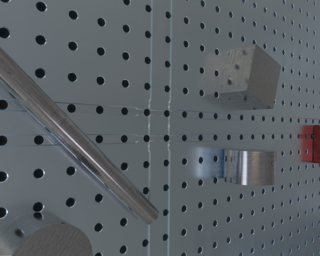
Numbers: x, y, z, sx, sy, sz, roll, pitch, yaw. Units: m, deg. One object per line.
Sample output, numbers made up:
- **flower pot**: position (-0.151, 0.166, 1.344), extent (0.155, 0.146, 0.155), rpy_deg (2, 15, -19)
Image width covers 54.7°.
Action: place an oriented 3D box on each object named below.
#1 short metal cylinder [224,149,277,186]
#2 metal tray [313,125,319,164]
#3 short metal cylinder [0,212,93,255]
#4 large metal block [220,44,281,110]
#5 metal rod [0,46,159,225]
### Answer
- **short metal cylinder**: position (0.142, 0.060, 0.493), extent (0.081, 0.080, 0.050), rpy_deg (2, 89, -40)
- **metal tray**: position (0.420, 0.040, 0.757), extent (0.131, 0.030, 0.089), rpy_deg (3, 88, -40)
- **short metal cylinder**: position (-0.113, 0.127, 0.298), extent (0.081, 0.050, 0.080), rpy_deg (0, 90, -40)
- **large metal block**: position (0.154, -0.082, 0.522), extent (0.080, 0.050, 0.080), rpy_deg (23, 75, -38)
- **metal rod**: position (-0.094, 0.010, 0.329), extent (0.300, 0.025, 0.025), rpy_deg (52, 60, -28)
